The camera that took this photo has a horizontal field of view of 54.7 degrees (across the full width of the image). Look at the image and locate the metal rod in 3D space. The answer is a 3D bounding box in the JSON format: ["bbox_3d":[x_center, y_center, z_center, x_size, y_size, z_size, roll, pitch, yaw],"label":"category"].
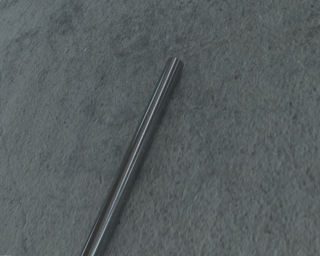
[{"bbox_3d":[-0.032,0.035,0.397,0.025,0.025,0.300,10,66,32],"label":"metal rod"}]
